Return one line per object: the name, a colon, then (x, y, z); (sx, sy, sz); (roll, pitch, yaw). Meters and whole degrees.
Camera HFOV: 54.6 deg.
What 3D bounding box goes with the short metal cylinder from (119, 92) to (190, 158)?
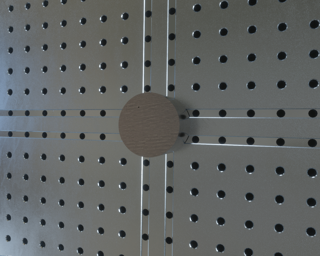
short metal cylinder: (-0.006, -0.004, 0.402); (0.080, 0.050, 0.080); (0, 90, 20)
